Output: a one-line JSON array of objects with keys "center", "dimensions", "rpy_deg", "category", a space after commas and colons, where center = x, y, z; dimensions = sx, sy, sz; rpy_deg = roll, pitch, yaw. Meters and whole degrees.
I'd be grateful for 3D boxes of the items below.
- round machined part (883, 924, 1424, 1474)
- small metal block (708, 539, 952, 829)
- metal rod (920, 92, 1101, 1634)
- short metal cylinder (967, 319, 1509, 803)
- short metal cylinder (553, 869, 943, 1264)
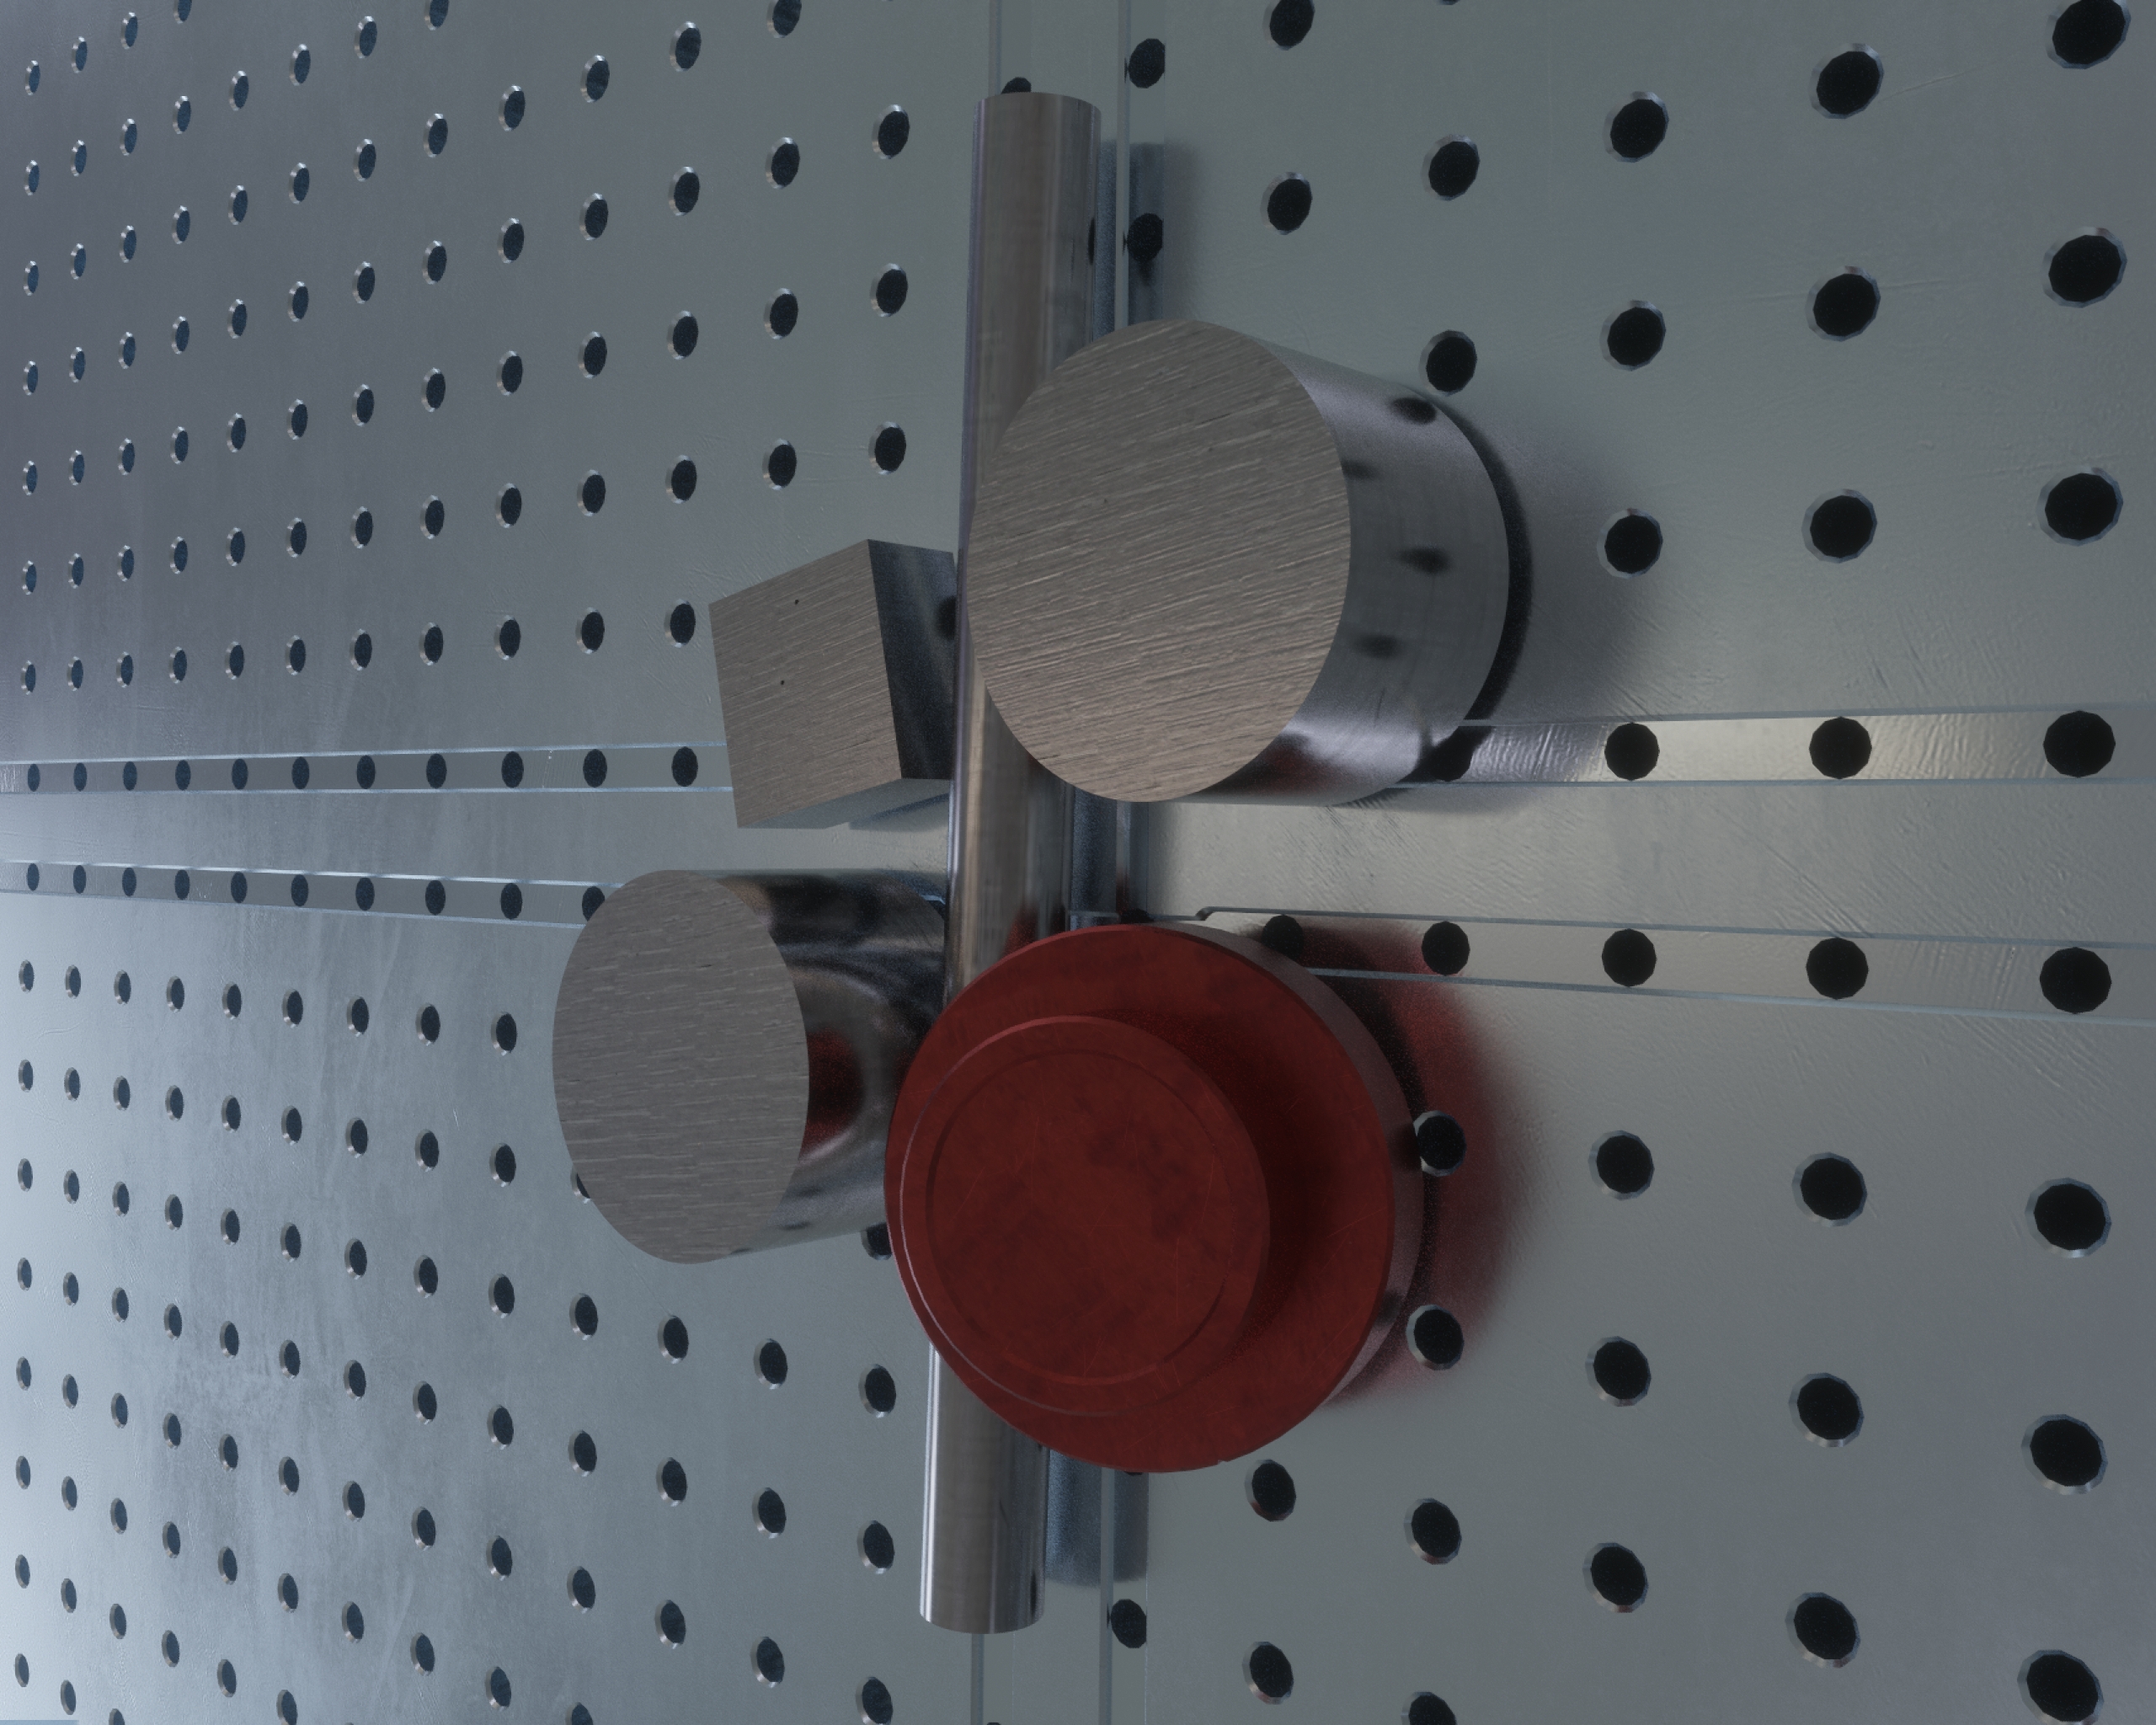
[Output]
[{"center": [0.008, 0.060, 0.371], "dimensions": [0.098, 0.042, 0.097], "rpy_deg": [0, 89, 24], "category": "round machined part"}, {"center": [-0.050, -0.037, 0.445], "dimensions": [0.050, 0.025, 0.050], "rpy_deg": [-14, 81, 39], "category": "small metal block"}, {"center": [-0.014, 0.001, 0.415], "dimensions": [0.025, 0.025, 0.298], "rpy_deg": [4, 92, 40], "category": "metal rod"}, {"center": [0.027, -0.050, 0.365], "dimensions": [0.080, 0.050, 0.079], "rpy_deg": [0, 90, 40], "category": "short metal cylinder"}, {"center": [-0.066, 0.041, 0.442], "dimensions": [0.080, 0.050, 0.079], "rpy_deg": [0, 90, 40], "category": "short metal cylinder"}]
